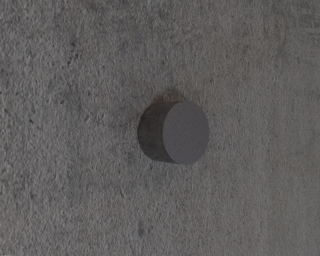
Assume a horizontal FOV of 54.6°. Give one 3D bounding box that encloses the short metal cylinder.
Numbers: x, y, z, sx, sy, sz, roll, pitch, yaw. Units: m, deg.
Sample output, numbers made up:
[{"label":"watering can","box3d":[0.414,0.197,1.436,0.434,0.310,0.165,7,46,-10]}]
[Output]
[{"label":"short metal cylinder","box3d":[0.018,0.006,0.403,0.081,0.050,0.080,0,90,-40]}]
